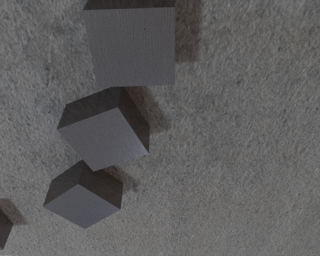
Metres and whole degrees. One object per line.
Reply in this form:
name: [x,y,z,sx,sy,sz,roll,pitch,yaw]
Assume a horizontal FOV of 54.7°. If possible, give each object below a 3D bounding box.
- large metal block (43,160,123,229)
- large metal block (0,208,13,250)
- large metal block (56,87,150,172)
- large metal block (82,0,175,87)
large metal block: [-0.116,0.103,0.477,0.080,0.050,0.080,-34,123,25]
large metal block: [-0.316,0.169,0.530,0.080,0.050,0.080,-7,130,5]
large metal block: [-0.067,0.001,0.391,0.080,0.050,0.080,-19,128,15]
large metal block: [-0.026,-0.090,0.314,0.081,0.050,0.079,-2,130,1]
